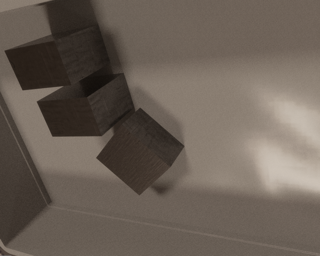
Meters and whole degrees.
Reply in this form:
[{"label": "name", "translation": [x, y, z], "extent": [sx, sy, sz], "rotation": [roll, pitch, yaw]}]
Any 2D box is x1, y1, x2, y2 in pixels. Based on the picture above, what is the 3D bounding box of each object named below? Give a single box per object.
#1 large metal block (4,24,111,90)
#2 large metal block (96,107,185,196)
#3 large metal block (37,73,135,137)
[{"label": "large metal block", "translation": [-0.123, -0.087, 0.382], "extent": [0.080, 0.080, 0.050], "rotation": [-1, 118, 28]}, {"label": "large metal block", "translation": [-0.028, 0.033, 0.426], "extent": [0.080, 0.050, 0.080], "rotation": [41, 129, -1]}, {"label": "large metal block", "translation": [-0.093, -0.030, 0.401], "extent": [0.080, 0.080, 0.050], "rotation": [-1, 118, 28]}]
